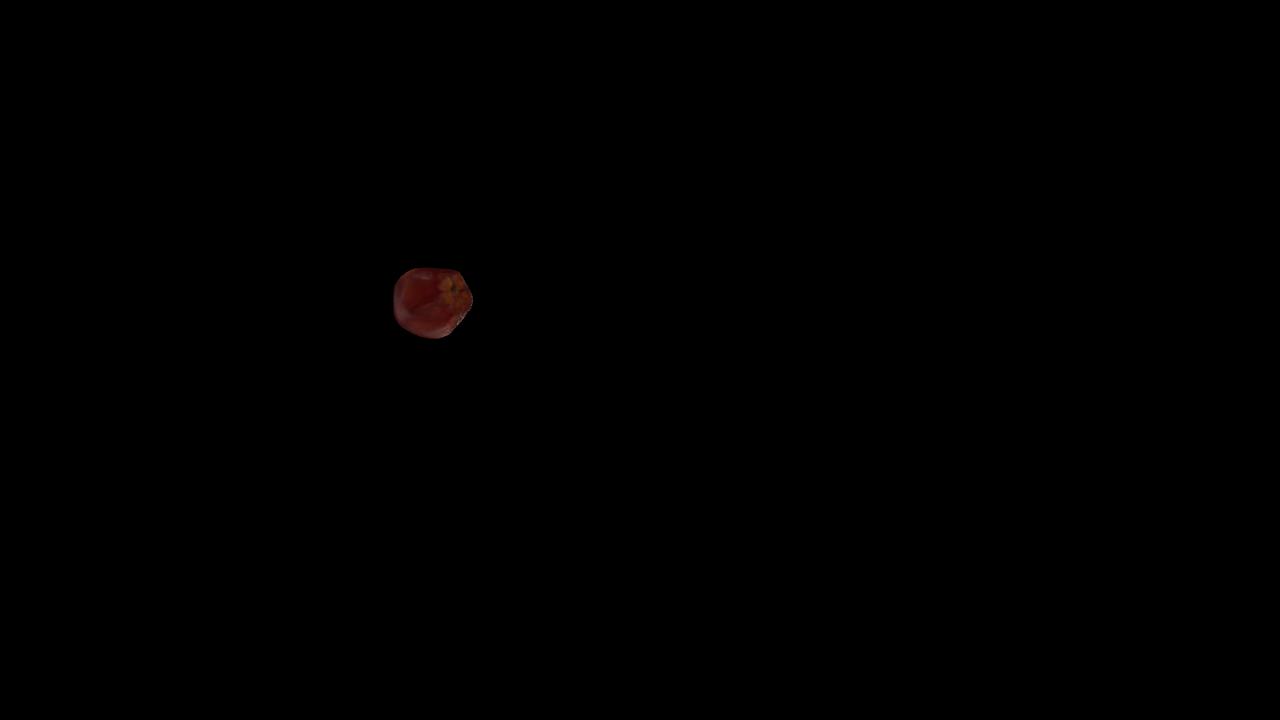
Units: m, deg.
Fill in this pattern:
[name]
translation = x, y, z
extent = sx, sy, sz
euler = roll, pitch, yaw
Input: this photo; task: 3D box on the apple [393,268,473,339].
[apple]
translation = -0.225, -0.064, 0.665
extent = 0.079, 0.079, 0.093
euler = 0, -10, -44
